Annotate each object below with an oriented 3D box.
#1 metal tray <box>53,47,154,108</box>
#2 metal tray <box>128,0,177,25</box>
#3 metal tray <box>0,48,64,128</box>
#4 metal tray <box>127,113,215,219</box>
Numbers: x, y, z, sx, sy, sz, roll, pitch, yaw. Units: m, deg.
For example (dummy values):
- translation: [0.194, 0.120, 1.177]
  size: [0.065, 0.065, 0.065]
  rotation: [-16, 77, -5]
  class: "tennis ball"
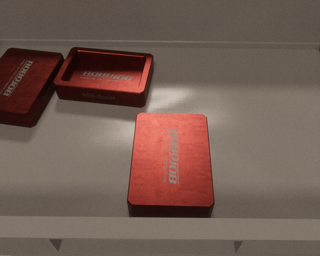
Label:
- translation: [-0.080, -0.079, 0.466]
  size: [0.131, 0.030, 0.090]
  rotation: [6, 50, 5]
  class: "metal tray"
- translation: [-0.014, -0.256, 0.619]
  size: [0.091, 0.030, 0.130]
  rotation: [1, 50, 0]
  class: "metal tray"
- translation: [-0.204, -0.063, 0.452]
  size: [0.090, 0.030, 0.130]
  rotation: [8, 50, 6]
  class: "metal tray"
- translation: [0.013, 0.040, 0.369]
  size: [0.091, 0.030, 0.130]
  rotation: [2, 50, 1]
  class: "metal tray"
